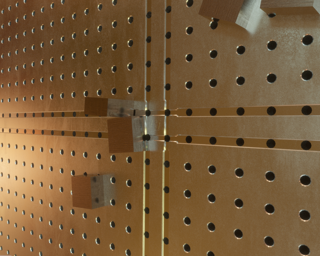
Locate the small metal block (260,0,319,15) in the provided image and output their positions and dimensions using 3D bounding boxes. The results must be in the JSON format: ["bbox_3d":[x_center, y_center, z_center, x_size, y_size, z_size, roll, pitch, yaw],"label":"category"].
[{"bbox_3d":[0.131,-0.139,0.301,0.050,0.025,0.050,15,100,38],"label":"small metal block"}]

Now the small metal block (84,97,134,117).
[{"bbox_3d":[-0.074,-0.030,0.452,0.050,0.050,0.025,8,95,39],"label":"small metal block"}]

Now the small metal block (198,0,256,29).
[{"bbox_3d":[0.077,-0.144,0.344,0.050,0.025,0.050,30,108,35],"label":"small metal block"}]

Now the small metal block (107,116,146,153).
[{"bbox_3d":[-0.049,0.010,0.447,0.050,0.025,0.050,-7,86,39],"label":"small metal block"}]

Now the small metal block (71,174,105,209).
[{"bbox_3d":[-0.118,0.103,0.504,0.050,0.025,0.050,-6,86,39],"label":"small metal block"}]
